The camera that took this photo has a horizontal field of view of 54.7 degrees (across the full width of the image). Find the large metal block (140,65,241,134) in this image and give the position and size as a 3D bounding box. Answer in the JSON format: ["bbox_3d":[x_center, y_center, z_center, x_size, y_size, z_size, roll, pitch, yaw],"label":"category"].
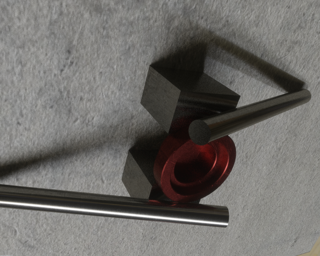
[{"bbox_3d":[0.033,-0.034,0.371,0.081,0.080,0.050,1,118,-29],"label":"large metal block"}]

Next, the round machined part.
[{"bbox_3d":[0.037,0.037,0.365,0.099,0.042,0.097,-14,125,-21],"label":"round machined part"}]

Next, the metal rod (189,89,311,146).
[{"bbox_3d":[0.137,-0.024,0.401,0.302,0.025,0.025,-16,128,-47],"label":"metal rod"}]

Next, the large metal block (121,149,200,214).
[{"bbox_3d":[0.003,0.071,0.420,0.081,0.080,0.050,1,118,-29],"label":"large metal block"}]

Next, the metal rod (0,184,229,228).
[{"bbox_3d":[-0.070,0.088,0.354,0.302,0.025,0.025,7,117,-7],"label":"metal rod"}]
